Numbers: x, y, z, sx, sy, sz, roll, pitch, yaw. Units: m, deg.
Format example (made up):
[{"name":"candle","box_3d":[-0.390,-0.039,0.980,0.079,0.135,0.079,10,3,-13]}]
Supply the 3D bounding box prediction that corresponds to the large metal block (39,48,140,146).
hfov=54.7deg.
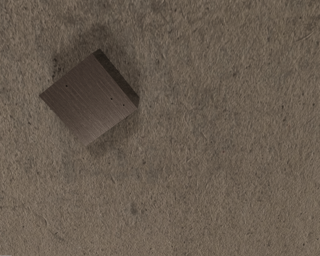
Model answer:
[{"name":"large metal block","box_3d":[-0.083,-0.038,0.381,0.080,0.050,0.080,-35,107,11]}]
